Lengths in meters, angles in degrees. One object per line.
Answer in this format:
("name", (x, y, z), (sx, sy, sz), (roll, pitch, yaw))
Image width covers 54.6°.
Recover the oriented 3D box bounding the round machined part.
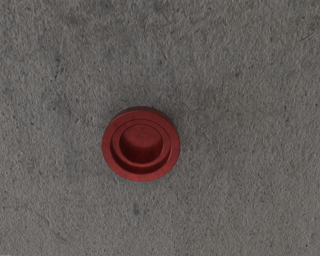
("round machined part", (-0.024, 0.018, 0.407), (0.099, 0.042, 0.097), (0, 110, 0))
